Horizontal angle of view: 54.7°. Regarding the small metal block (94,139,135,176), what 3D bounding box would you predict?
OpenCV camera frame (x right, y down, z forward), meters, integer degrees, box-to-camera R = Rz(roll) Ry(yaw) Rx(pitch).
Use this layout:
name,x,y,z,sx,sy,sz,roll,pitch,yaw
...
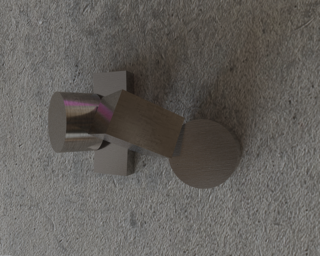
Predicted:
name,x,y,z,sx,sy,sz,roll,pitch,yaw
small metal block,-0.063,0.038,0.431,0.050,0.025,0.050,3,91,19

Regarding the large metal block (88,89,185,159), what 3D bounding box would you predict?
name,x,y,z,sx,sy,sz,roll,pitch,yaw
large metal block,-0.031,-0.002,0.371,0.080,0.080,0.050,23,79,-24

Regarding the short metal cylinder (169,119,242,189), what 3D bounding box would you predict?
name,x,y,z,sx,sy,sz,roll,pitch,yaw
short metal cylinder,0.056,0.029,0.377,0.080,0.050,0.079,0,90,19

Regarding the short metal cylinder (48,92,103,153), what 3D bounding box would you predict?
name,x,y,z,sx,sy,sz,roll,pitch,yaw
short metal cylinder,-0.114,-0.008,0.416,0.080,0.050,0.079,2,92,55

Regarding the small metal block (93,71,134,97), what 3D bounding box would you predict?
name,x,y,z,sx,sy,sz,roll,pitch,yaw
small metal block,-0.064,-0.051,0.431,0.050,0.025,0.050,-1,90,19
